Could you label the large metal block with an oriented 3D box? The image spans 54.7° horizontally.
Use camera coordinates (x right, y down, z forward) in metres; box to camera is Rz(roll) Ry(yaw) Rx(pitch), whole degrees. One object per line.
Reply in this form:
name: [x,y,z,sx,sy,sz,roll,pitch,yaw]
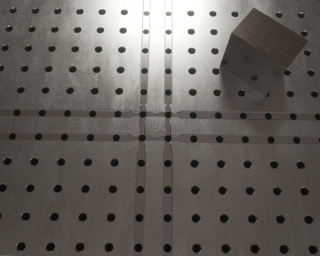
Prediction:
large metal block: [0.136,-0.100,0.421,0.080,0.080,0.050,37,74,12]
